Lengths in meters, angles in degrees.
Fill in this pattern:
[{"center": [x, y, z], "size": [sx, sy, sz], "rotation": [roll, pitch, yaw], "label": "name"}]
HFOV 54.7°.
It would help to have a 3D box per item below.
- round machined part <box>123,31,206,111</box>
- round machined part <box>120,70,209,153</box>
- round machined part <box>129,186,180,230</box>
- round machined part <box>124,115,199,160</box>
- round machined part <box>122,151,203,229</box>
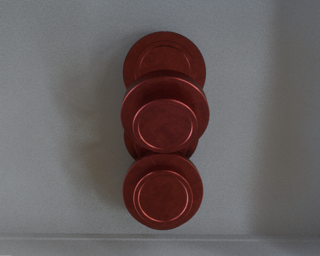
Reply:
[{"center": [0.005, -0.065, 0.365], "size": [0.099, 0.042, 0.097], "rotation": [0, 94, -1], "label": "round machined part"}, {"center": [0.005, -0.011, 0.342], "size": [0.099, 0.042, 0.097], "rotation": [0, 123, 0], "label": "round machined part"}, {"center": [0.004, 0.102, 0.424], "size": [0.099, 0.042, 0.097], "rotation": [0, 125, 0], "label": "round machined part"}, {"center": [0.002, 0.012, 0.405], "size": [0.099, 0.042, 0.097], "rotation": [0, 109, 0], "label": "round machined part"}, {"center": [0.004, 0.078, 0.375], "size": [0.099, 0.042, 0.097], "rotation": [0, 99, -1], "label": "round machined part"}]
